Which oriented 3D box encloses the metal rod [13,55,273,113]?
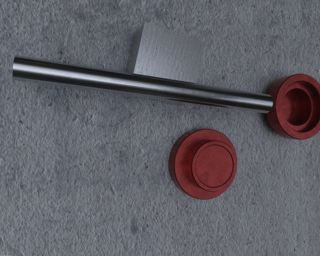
[{"bbox_3d":[-0.001,-0.045,0.355,0.302,0.025,0.025,6,88,-20],"label":"metal rod"}]

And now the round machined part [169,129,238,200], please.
[{"bbox_3d":[0.065,0.050,0.424,0.099,0.042,0.097,0,90,-20],"label":"round machined part"}]

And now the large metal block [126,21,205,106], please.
[{"bbox_3d":[0.003,-0.078,0.397,0.081,0.050,0.080,13,86,-20],"label":"large metal block"}]

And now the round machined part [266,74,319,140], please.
[{"bbox_3d":[0.202,-0.031,0.475,0.099,0.042,0.097,0,90,-20],"label":"round machined part"}]
